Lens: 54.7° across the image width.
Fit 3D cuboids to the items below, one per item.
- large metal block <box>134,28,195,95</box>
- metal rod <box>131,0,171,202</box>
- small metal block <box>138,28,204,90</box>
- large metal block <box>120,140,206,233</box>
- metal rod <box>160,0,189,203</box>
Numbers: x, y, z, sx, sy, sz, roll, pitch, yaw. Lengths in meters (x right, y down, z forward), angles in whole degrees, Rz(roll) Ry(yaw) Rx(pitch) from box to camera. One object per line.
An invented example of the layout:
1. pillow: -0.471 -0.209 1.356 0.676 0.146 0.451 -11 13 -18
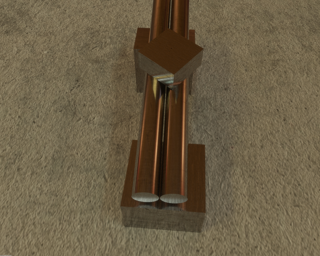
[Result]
1. large metal block: 0.007 -0.095 0.449 0.080 0.080 0.050 3 50 2
2. metal rod: -0.005 -0.062 0.362 0.025 0.025 0.300 3 57 2
3. small metal block: 0.012 -0.077 0.343 0.050 0.025 0.050 37 64 20
4. large metal block: 0.006 0.062 0.336 0.080 0.050 0.080 4 50 3
5. metal rod: 0.021 -0.061 0.362 0.025 0.025 0.300 3 57 2
